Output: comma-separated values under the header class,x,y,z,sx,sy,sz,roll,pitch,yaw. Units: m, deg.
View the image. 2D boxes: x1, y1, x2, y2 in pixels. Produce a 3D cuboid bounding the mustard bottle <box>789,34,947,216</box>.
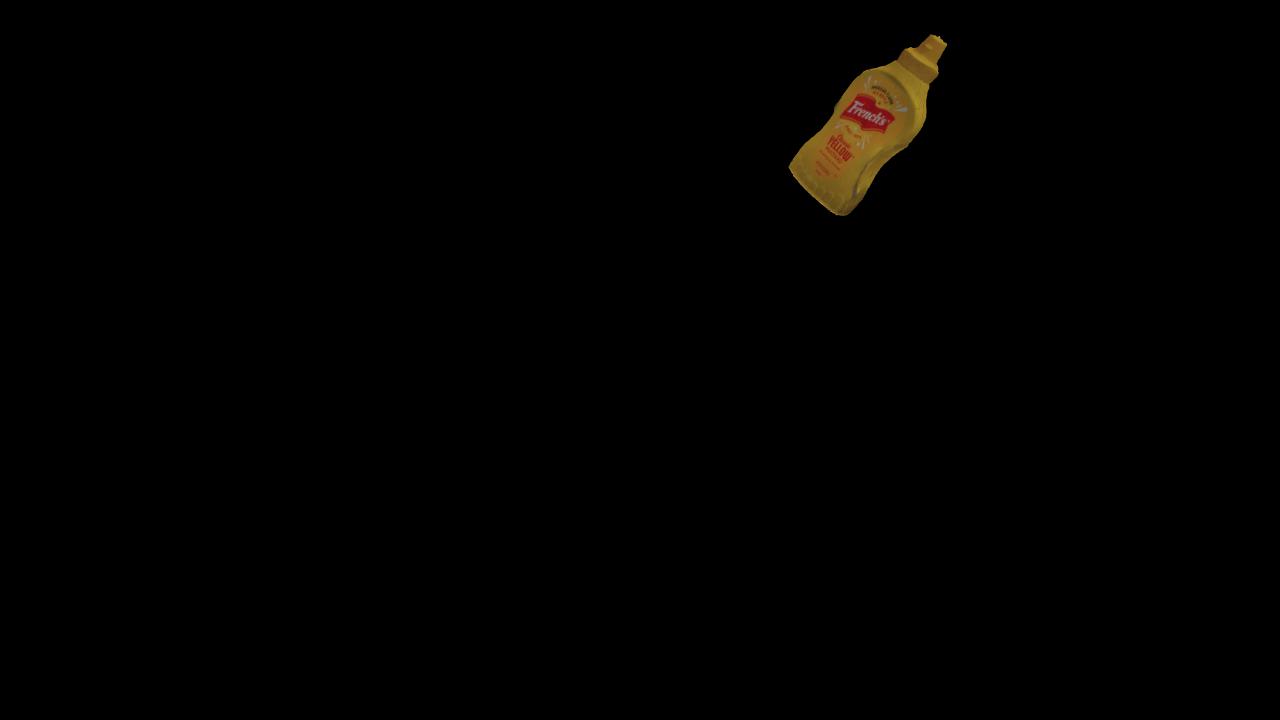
class,x,y,z,sx,sy,sz,roll,pitch,yaw
mustard bottle,0.244,-0.250,0.643,0.054,0.092,0.184,-4,-38,-42
